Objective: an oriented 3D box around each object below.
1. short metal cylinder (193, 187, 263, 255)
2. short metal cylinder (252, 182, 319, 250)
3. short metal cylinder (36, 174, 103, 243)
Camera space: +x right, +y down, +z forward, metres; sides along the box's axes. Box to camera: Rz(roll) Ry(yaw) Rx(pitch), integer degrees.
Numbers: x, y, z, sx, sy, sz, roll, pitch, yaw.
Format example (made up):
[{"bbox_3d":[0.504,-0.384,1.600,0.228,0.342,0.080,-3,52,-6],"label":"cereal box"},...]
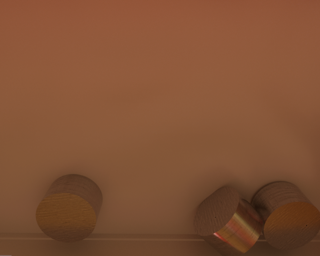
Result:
[{"bbox_3d":[0.093,0.130,0.430,0.080,0.080,0.050,-42,105,14],"label":"short metal cylinder"},{"bbox_3d":[0.178,0.124,0.442,0.081,0.050,0.079,-2,111,-4],"label":"short metal cylinder"},{"bbox_3d":[-0.126,0.113,0.438,0.081,0.050,0.079,0,110,0],"label":"short metal cylinder"}]
